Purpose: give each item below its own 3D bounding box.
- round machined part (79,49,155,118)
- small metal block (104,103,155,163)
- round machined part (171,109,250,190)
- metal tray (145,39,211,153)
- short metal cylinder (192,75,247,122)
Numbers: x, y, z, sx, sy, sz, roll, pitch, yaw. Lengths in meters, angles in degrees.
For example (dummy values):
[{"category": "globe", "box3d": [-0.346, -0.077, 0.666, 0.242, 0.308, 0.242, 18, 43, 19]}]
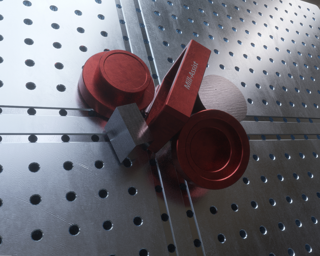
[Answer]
[{"category": "round machined part", "box3d": [-0.051, -0.062, 0.402, 0.099, 0.042, 0.098, 14, 56, -21]}, {"category": "small metal block", "box3d": [-0.037, 0.006, 0.363, 0.025, 0.050, 0.050, -16, 71, -35]}, {"category": "round machined part", "box3d": [0.060, 0.028, 0.393, 0.099, 0.042, 0.097, 2, 82, -18]}, {"category": "metal tray", "box3d": [0.018, -0.041, 0.396, 0.030, 0.090, 0.130, 29, 52, -10]}, {"category": "short metal cylinder", "box3d": [0.077, -0.030, 0.447, 0.081, 0.050, 0.080, 14, 56, -21]}]
